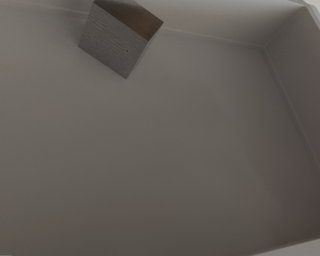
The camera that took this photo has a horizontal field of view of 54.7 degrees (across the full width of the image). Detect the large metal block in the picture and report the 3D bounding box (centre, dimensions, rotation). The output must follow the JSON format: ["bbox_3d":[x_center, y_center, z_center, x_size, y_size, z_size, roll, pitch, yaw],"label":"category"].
[{"bbox_3d":[-0.054,-0.126,0.419,0.080,0.080,0.050,34,51,-7],"label":"large metal block"}]
